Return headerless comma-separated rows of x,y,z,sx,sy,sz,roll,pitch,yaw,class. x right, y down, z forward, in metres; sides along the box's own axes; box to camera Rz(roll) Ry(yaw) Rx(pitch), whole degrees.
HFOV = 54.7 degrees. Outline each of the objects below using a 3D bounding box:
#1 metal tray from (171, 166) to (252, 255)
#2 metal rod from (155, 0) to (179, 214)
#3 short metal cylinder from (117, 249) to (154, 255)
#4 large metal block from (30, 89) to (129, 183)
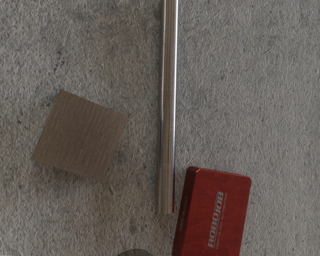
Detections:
0.073,0.125,0.435,0.091,0.030,0.129,12,86,-20,metal tray
0.010,-0.038,0.413,0.025,0.025,0.298,2,90,-20,metal rod
-0.028,0.200,0.387,0.081,0.050,0.079,0,90,-21,short metal cylinder
-0.094,0.009,0.362,0.080,0.050,0.080,23,82,-19,large metal block
